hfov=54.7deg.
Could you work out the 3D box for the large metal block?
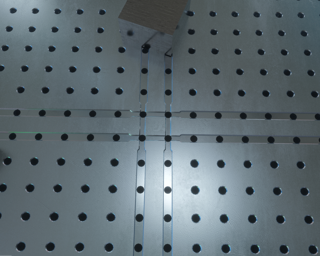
[{"bbox_3d":[-0.006,-0.165,0.459,0.080,0.050,0.080,20,71,6],"label":"large metal block"}]
